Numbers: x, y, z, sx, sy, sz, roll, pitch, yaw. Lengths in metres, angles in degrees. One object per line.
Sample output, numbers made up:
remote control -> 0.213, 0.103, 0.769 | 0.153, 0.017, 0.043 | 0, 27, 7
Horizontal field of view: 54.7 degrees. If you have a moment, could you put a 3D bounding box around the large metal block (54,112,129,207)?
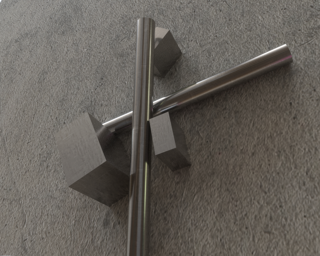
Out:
large metal block -> -0.076, 0.040, 0.382 | 0.050, 0.080, 0.080 | -34, 52, 5

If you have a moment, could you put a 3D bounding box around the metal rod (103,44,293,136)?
metal rod -> 0.021, -0.035, 0.413 | 0.301, 0.025, 0.025 | -22, 54, 14

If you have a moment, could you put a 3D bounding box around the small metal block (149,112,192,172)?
small metal block -> 0.013, 0.017, 0.370 | 0.025, 0.050, 0.050 | -22, 54, 15

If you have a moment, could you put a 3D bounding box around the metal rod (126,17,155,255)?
metal rod -> -0.022, -0.002, 0.378 | 0.025, 0.025, 0.299 | -7, 70, 24

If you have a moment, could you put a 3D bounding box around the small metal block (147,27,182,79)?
small metal block -> 0.000, -0.110, 0.454 | 0.025, 0.050, 0.050 | 27, 76, 37
